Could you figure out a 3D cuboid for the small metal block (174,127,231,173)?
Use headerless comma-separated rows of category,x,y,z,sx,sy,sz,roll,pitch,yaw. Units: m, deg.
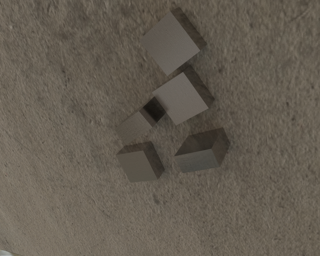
small metal block,0.053,0.027,0.379,0.050,0.050,0.025,-15,110,34

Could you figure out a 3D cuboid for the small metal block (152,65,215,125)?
small metal block,0.028,-0.038,0.368,0.050,0.025,0.050,-29,103,37

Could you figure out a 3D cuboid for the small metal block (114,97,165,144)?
small metal block,-0.023,-0.011,0.394,0.050,0.050,0.025,-33,100,38

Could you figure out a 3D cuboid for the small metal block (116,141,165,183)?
small metal block,-0.028,0.050,0.451,0.050,0.025,0.050,-12,113,33

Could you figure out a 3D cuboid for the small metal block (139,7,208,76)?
small metal block,0.014,-0.094,0.340,0.050,0.025,0.050,-33,101,38
